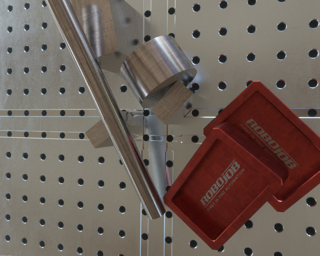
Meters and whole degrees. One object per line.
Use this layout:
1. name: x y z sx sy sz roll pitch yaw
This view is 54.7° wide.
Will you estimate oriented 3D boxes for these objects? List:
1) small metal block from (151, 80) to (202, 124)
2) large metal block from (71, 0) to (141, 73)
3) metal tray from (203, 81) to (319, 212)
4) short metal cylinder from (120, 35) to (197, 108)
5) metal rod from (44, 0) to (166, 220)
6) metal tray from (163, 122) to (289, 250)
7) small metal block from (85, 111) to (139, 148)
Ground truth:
1. small metal block: 0.022 -0.031 0.391 0.025 0.050 0.050 47 104 14
2. large metal block: -0.065 -0.124 0.406 0.050 0.080 0.080 -11 86 20
3. metal tray: 0.128 0.020 0.364 0.090 0.030 0.130 -46 76 14
4. short metal cylinder: -0.002 -0.068 0.384 0.080 0.080 0.050 -36 79 16
5. metal rod: -0.062 -0.022 0.372 0.025 0.025 0.299 -19 103 19
6. metal tray: 0.070 0.069 0.361 0.090 0.030 0.129 42 122 17
7. small metal block: -0.064 0.002 0.422 0.050 0.050 0.025 -38 78 16
